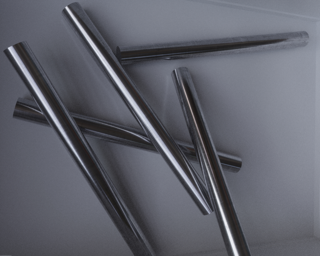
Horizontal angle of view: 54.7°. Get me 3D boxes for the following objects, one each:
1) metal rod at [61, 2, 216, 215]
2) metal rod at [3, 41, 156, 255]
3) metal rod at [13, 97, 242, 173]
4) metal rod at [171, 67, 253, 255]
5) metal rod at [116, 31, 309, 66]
[{"bbox_3d":[-0.022,-0.020,0.381,0.025,0.025,0.299,-36,94,-16],"label":"metal rod"},{"bbox_3d":[-0.082,0.043,0.360,0.025,0.025,0.299,-33,108,-17],"label":"metal rod"},{"bbox_3d":[-0.026,0.015,0.400,0.302,0.025,0.025,16,85,-20],"label":"metal rod"},{"bbox_3d":[0.065,0.058,0.368,0.025,0.025,0.299,-8,68,-20],"label":"metal rod"},{"bbox_3d":[0.088,-0.116,0.442,0.302,0.025,0.025,-10,94,-20],"label":"metal rod"}]
